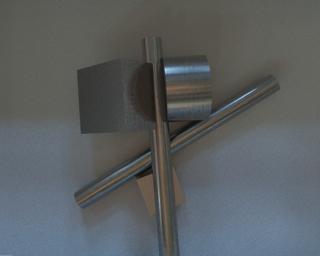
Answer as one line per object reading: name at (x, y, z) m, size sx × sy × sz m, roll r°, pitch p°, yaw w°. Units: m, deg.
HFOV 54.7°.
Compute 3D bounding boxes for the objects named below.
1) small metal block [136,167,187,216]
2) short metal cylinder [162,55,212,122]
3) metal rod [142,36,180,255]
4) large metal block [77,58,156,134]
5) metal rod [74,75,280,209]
small metal block at (0.002, 0.081, 0.410) m, size 0.050 × 0.025 × 0.050 m, roll -21°, pitch 90°, yaw -1°
short metal cylinder at (0.031, -0.048, 0.382) m, size 0.050 × 0.080 × 0.079 m, roll -4°, pitch 90°, yaw -2°
metal rod at (0.002, 0.038, 0.384) m, size 0.025 × 0.025 × 0.298 m, roll -5°, pitch 89°, yaw -1°
large metal block at (-0.054, -0.035, 0.377) m, size 0.080 × 0.050 × 0.079 m, roll -3°, pitch 90°, yaw 40°
metal rod at (0.023, 0.018, 0.410) m, size 0.301 × 0.025 × 0.025 m, roll -31°, pitch 90°, yaw -1°
